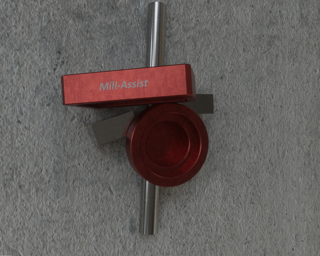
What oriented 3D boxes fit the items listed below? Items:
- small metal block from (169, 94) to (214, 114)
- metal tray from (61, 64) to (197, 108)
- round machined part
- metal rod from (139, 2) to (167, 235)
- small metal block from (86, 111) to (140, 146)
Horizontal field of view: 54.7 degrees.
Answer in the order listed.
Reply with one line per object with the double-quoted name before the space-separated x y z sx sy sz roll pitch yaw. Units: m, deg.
"small metal block" 0.036 -0.030 0.411 0.050 0.050 0.025 -2 91 -20
"metal tray" -0.028 -0.042 0.341 0.131 0.090 0.030 -4 90 9
"round machined part" 0.006 0.019 0.375 0.099 0.042 0.097 -2 94 -22
"metal rod" -0.009 -0.013 0.408 0.025 0.025 0.298 2 89 -20
"small metal block" -0.059 0.000 0.376 0.050 0.050 0.025 -20 97 -19
